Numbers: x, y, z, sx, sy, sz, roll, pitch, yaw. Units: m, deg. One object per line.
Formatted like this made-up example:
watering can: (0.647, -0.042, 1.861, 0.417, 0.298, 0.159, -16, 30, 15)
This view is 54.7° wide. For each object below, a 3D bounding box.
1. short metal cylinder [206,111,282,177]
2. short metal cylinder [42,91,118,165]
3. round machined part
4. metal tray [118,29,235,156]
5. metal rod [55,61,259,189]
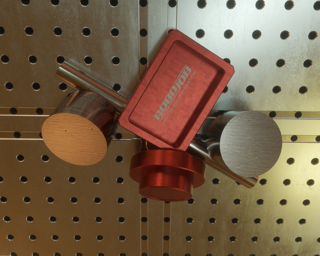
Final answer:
short metal cylinder: (0.105, 0.018, 0.395, 0.081, 0.050, 0.079, -1, 93, -11)
short metal cylinder: (-0.097, 0.000, 0.387, 0.080, 0.050, 0.079, 6, 127, 8)
round machined part: (0.009, 0.066, 0.400, 0.099, 0.042, 0.098, 5, 153, 3)
metal tray: (0.019, -0.040, 0.380, 0.090, 0.030, 0.130, 30, 94, -11)
metal rod: (0.004, 0.001, 0.414, 0.301, 0.025, 0.025, 30, 107, -11)
